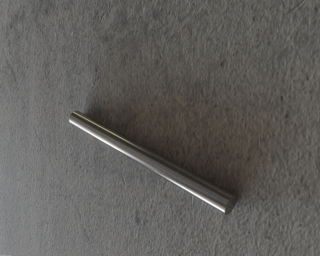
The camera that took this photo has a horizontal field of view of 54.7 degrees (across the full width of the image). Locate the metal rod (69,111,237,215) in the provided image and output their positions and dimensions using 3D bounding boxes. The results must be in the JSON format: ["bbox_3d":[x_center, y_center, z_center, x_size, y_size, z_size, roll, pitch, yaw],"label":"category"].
[{"bbox_3d":[-0.031,0.034,0.428,0.300,0.025,0.025,25,106,37],"label":"metal rod"}]
